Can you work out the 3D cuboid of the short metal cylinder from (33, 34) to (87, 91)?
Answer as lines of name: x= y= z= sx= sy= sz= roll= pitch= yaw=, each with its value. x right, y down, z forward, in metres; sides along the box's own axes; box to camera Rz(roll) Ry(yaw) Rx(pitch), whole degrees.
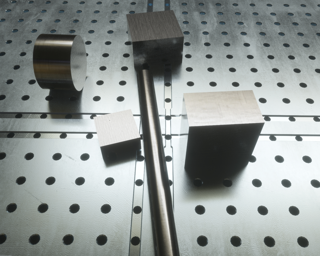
short metal cylinder: x=-0.142 y=-0.095 z=0.450 sx=0.050 sy=0.080 sz=0.080 roll=3 pitch=50 yaw=2

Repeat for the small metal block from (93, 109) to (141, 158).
small metal block: x=-0.055 y=0.007 z=0.401 sx=0.050 sy=0.025 sz=0.050 roll=-13 pitch=51 yaw=-11

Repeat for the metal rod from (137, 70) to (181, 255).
metal rod: x=-0.006 y=0.034 z=0.378 sx=0.025 sy=0.025 sz=0.300 roll=-5 pitch=50 yaw=-5

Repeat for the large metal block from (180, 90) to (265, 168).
large metal block: x=0.069 y=0.003 z=0.371 sx=0.081 sy=0.080 sz=0.050 roll=-3 pitch=50 yaw=-3

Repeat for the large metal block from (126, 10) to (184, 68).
large metal block: x=-0.010 y=-0.150 z=0.518 sx=0.081 sy=0.050 sz=0.080 roll=-8 pitch=51 yaw=-7
